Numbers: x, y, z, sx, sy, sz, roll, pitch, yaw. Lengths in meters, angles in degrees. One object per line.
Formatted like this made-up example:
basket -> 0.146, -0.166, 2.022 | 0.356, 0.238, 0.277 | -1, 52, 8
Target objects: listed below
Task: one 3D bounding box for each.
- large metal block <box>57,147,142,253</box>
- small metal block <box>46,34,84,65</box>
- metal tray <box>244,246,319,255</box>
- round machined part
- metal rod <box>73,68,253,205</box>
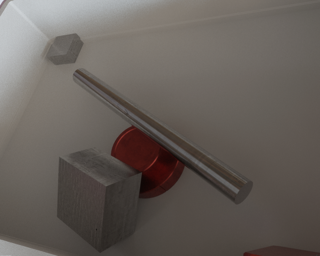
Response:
large metal block -> -0.071, 0.077, 0.353 | 0.080, 0.050, 0.079 | 22, 113, 35
small metal block -> -0.180, -0.149, 0.589 | 0.050, 0.025, 0.050 | 1, 62, 28
metal tray -> 0.115, 0.105, 0.211 | 0.090, 0.130, 0.030 | 0, 73, 28
round machined part -> -0.021, 0.034, 0.384 | 0.098, 0.042, 0.098 | -13, 56, 20
metal rod -> -0.022, -0.010, 0.367 | 0.025, 0.025, 0.300 | -50, 51, -7
